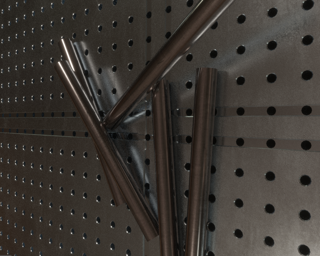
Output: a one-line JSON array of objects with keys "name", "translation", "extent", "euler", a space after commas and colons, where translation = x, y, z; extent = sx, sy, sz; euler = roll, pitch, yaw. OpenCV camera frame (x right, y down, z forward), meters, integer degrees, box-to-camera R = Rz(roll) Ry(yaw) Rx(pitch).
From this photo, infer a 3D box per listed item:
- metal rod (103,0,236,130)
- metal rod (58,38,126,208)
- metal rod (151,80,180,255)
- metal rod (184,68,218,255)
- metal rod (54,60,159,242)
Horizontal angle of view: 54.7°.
[{"name": "metal rod", "translation": [0.001, -0.073, 0.359], "extent": [0.299, 0.025, 0.025], "euler": [-41, 65, 48]}, {"name": "metal rod", "translation": [-0.109, -0.019, 0.496], "extent": [0.025, 0.025, 0.299], "euler": [-36, 68, 34]}, {"name": "metal rod", "translation": [0.008, 0.087, 0.400], "extent": [0.025, 0.025, 0.298], "euler": [-6, 86, 39]}, {"name": "metal rod", "translation": [0.046, 0.080, 0.369], "extent": [0.025, 0.025, 0.298], "euler": [6, 94, 39]}, {"name": "metal rod", "translation": [-0.081, 0.023, 0.453], "extent": [0.025, 0.025, 0.299], "euler": [-42, 71, 32]}]
